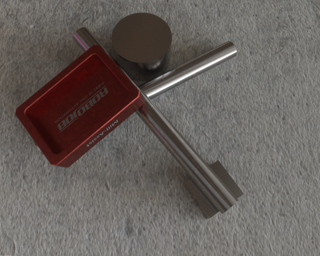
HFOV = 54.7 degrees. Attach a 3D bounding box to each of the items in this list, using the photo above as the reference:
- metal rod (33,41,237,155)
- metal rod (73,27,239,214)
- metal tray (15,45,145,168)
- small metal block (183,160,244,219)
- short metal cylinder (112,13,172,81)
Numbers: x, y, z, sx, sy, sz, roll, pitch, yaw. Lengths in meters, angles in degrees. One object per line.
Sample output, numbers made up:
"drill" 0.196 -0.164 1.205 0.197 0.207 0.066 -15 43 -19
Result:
"metal rod" -0.026 -0.046 0.426 0.302 0.025 0.025 -28 73 -10
"metal rod" -0.015 -0.020 0.390 0.025 0.025 0.300 -37 75 -13
"metal tray" -0.096 -0.026 0.374 0.130 0.030 0.090 -40 74 -2
"small metal block" 0.065 0.076 0.382 0.050 0.025 0.050 -32 73 -11
"short metal cylinder" -0.024 -0.113 0.436 0.081 0.050 0.080 0 70 0
